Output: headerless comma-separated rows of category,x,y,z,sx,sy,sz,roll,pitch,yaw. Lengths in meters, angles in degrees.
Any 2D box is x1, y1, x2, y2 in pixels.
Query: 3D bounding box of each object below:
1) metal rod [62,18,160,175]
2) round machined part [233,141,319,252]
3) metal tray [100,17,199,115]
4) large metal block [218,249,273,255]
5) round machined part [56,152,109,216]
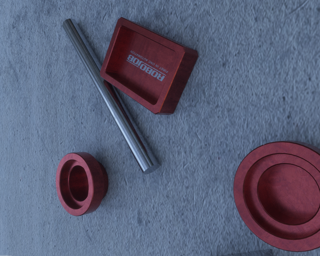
metal rod,-0.084,-0.061,0.473,0.025,0.025,0.299,-46,63,30
round machined part,0.124,0.060,0.292,0.098,0.042,0.097,0,90,40
metal tray,-0.020,-0.085,0.418,0.130,0.030,0.089,36,112,34
large metal block,0.083,0.178,0.320,0.080,0.050,0.080,-27,73,37
round machined part,-0.120,0.087,0.493,0.098,0.042,0.097,0,90,40
